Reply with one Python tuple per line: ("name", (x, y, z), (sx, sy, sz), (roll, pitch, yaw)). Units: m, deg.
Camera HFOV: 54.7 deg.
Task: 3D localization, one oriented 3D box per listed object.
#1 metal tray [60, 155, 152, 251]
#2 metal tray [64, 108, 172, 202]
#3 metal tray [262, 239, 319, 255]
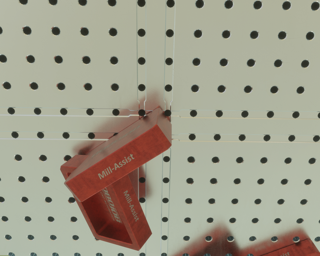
("metal tray", (-0.072, 0.100, 0.419), (0.090, 0.030, 0.129), (-2, 117, 37))
("metal tray", (-0.048, 0.030, 0.388), (0.130, 0.090, 0.030), (-32, 103, 11))
("metal tray", (0.201, 0.244, 0.503), (0.130, 0.030, 0.090), (-24, 109, 8))
